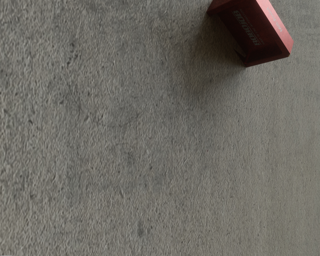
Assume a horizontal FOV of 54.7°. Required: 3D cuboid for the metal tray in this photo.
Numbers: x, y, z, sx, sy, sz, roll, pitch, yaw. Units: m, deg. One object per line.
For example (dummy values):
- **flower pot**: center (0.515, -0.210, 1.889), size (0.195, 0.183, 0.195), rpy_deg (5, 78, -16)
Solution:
- **metal tray**: center (0.142, -0.158, 0.495), size (0.130, 0.090, 0.030), rpy_deg (41, 61, -31)
